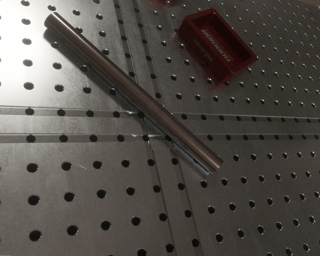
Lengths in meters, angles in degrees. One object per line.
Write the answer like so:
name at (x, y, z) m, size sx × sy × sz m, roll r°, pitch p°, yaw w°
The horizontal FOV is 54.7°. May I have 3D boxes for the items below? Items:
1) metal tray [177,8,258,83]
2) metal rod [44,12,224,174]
metal tray at (0.104, -0.150, 0.554) m, size 0.091 × 0.030 × 0.130 m, roll -32°, pitch 80°, yaw -38°
metal rod at (-0.035, -0.047, 0.419) m, size 0.300 × 0.025 × 0.025 m, roll 42°, pitch 51°, yaw 0°
